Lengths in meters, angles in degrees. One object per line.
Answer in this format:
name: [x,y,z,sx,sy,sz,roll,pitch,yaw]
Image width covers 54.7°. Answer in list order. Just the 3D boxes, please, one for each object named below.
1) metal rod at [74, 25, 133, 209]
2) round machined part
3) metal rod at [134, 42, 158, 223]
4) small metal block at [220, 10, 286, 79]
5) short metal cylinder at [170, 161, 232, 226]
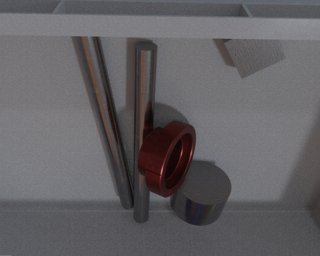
metal rod: [-0.064,0.011,0.417,0.025,0.025,0.298,-4,130,3]
round machined part: [0.007,0.037,0.402,0.042,0.098,0.097,19,135,25]
metal rod: [-0.023,0.030,0.424,0.025,0.025,0.298,2,127,-2]
small metal block: [0.101,-0.089,0.335,0.050,0.025,0.050,-25,126,19]
short metal cylinder: [0.058,0.094,0.454,0.081,0.080,0.050,6,130,-5]
